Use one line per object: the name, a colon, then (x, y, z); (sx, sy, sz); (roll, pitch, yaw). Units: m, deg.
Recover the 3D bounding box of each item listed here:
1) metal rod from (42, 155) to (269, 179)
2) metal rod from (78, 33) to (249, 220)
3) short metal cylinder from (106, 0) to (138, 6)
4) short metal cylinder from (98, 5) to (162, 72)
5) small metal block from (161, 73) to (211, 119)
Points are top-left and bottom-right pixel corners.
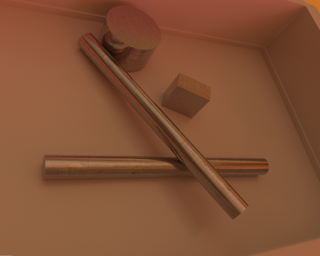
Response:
metal rod: (0.016, 0.048, 0.386); (0.303, 0.025, 0.025); (4, 60, -27)
metal rod: (-0.006, -0.013, 0.388); (0.025, 0.025, 0.300); (-30, 72, -38)
short metal cylinder: (-0.064, -0.249, 0.510); (0.081, 0.050, 0.080); (14, 56, -21)
short metal cylinder: (-0.045, -0.127, 0.444); (0.081, 0.050, 0.080); (14, 56, -21)
small metal block: (0.037, -0.045, 0.438); (0.050, 0.050, 0.025); (22, 54, -16)
